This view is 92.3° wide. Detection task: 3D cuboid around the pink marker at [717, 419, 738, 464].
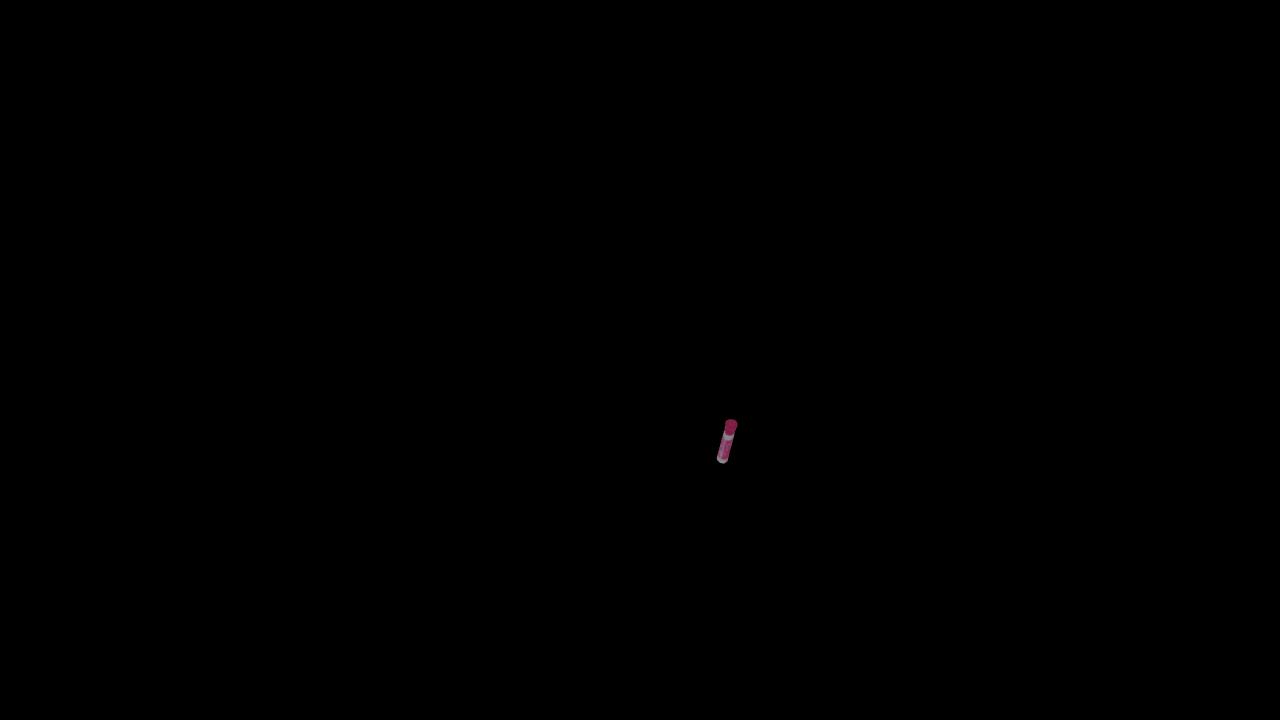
[{"bbox_3d":[0.139,0.130,0.985,0.020,0.020,0.121,0,-36,-1],"label":"pink marker"}]
